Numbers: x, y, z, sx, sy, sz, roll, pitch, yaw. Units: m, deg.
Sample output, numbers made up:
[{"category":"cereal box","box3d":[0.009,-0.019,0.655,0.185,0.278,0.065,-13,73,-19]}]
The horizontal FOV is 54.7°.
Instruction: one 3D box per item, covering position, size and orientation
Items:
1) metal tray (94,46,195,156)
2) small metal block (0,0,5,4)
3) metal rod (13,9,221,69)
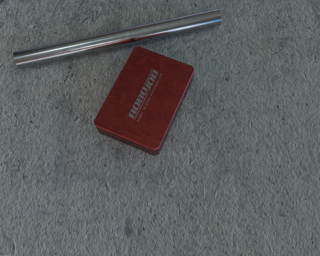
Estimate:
[{"category":"metal tray","box3d":[-0.019,-0.039,0.419,0.090,0.030,0.130,22,71,7]},{"category":"small metal block","box3d":[-0.265,-0.224,0.487,0.050,0.025,0.050,31,73,10]},{"category":"metal rod","box3d":[-0.057,-0.132,0.455,0.302,0.025,0.025,-14,71,-6]}]
